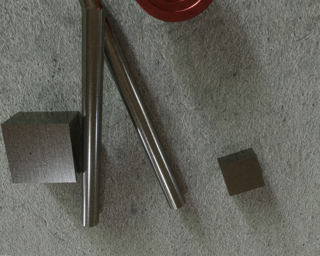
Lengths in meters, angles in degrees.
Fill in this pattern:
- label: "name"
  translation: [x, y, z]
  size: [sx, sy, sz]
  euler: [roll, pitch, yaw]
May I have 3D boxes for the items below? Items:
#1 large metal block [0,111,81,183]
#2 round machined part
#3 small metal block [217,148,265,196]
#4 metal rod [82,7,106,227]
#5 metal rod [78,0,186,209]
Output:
- label: "large metal block"
  translation: [-0.148, 0.024, 0.403]
  size: [0.081, 0.050, 0.079]
  euler: [-1, 110, 0]
- label: "round machined part"
  translation: [0.015, -0.168, 0.339]
  size: [0.099, 0.042, 0.097]
  euler: [0, 110, -1]
- label: "small metal block"
  translation: [0.113, 0.062, 0.434]
  size: [0.050, 0.025, 0.050]
  euler: [-19, 109, 6]
- label: "metal rod"
  translation: [-0.087, 0.005, 0.396]
  size: [0.025, 0.025, 0.298]
  euler: [6, 115, -3]
- label: "metal rod"
  translation: [-0.028, -0.021, 0.401]
  size: [0.025, 0.025, 0.299]
  euler: [-20, 109, 7]
